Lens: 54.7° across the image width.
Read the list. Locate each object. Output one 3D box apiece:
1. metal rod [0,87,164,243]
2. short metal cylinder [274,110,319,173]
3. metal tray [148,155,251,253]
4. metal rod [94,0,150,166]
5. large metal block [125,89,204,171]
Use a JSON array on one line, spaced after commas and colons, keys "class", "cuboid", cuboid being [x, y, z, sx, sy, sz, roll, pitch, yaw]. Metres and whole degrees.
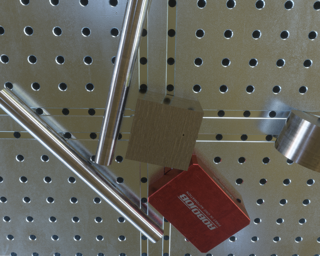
[{"class": "metal rod", "cuboid": [-0.104, 0.060, 0.434, 0.025, 0.025, 0.300, -40, 106, 13]}, {"class": "short metal cylinder", "cuboid": [0.194, 0.016, 0.392, 0.080, 0.080, 0.050, 17, 109, -7]}, {"class": "metal tray", "cuboid": [0.057, 0.113, 0.453, 0.090, 0.030, 0.130, -39, 106, 13]}, {"class": "metal rod", "cuboid": [-0.041, -0.089, 0.379, 0.025, 0.025, 0.298, 14, 110, -5]}, {"class": "large metal block", "cuboid": [0.004, 0.002, 0.401, 0.081, 0.050, 0.079, 12, 110, -5]}]
